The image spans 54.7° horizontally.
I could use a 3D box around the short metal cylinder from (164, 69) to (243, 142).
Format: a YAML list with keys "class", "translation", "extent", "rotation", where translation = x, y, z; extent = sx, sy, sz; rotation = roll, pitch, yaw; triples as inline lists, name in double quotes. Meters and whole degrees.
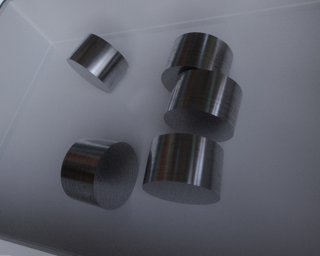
- class: "short metal cylinder"
  translation: [0.050, -0.023, 0.358]
  extent: [0.080, 0.080, 0.050]
  rotation: [5, 64, 30]

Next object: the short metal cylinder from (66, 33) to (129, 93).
- class: "short metal cylinder"
  translation: [-0.096, -0.099, 0.479]
  extent: [0.080, 0.080, 0.050]
  rotation: [27, 77, 37]

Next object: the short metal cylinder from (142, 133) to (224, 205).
- class: "short metal cylinder"
  translation: [0.025, 0.046, 0.328]
  extent: [0.080, 0.080, 0.050]
  rotation: [-3, 60, 26]

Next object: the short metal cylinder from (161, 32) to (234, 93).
- class: "short metal cylinder"
  translation: [0.047, -0.073, 0.390]
  extent: [0.080, 0.080, 0.050]
  rotation: [4, 64, 30]

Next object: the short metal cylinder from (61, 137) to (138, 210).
- class: "short metal cylinder"
  translation: [-0.070, 0.053, 0.373]
  extent: [0.050, 0.080, 0.080]
  rotation: [7, 65, 31]
